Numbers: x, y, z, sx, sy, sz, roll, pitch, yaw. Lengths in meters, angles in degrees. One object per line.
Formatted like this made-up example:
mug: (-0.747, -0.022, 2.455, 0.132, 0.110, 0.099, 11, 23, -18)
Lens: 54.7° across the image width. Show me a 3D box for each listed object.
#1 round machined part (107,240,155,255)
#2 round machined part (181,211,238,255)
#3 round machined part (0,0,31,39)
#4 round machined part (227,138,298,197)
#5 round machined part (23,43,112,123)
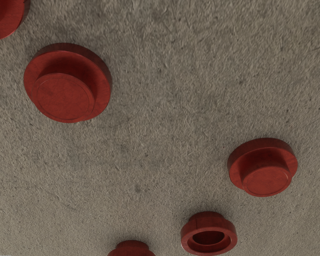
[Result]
round machined part: (-0.056, 0.260, 0.616, 0.099, 0.042, 0.097, 0, 130, 0)
round machined part: (0.086, 0.186, 0.555, 0.099, 0.042, 0.097, 0, 130, 0)
round machined part: (-0.177, -0.126, 0.287, 0.099, 0.042, 0.097, 0, 130, 0)
round machined part: (0.151, 0.064, 0.452, 0.099, 0.042, 0.097, 0, 130, 0)
round machined part: (-0.107, -0.044, 0.357, 0.099, 0.042, 0.097, 0, 130, 0)
